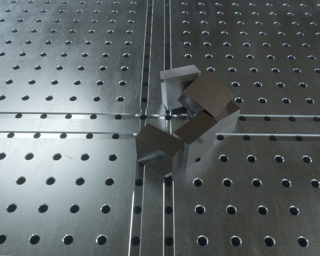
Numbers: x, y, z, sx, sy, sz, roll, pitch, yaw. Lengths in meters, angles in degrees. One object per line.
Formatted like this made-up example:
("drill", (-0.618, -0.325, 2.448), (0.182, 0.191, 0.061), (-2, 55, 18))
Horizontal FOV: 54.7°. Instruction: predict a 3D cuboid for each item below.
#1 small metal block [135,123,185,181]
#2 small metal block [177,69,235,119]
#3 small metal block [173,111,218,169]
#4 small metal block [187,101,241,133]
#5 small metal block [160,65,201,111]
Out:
("small metal block", (0.000, 0.029, 0.367), (0.050, 0.050, 0.025), (27, 55, 20))
("small metal block", (0.060, -0.039, 0.398), (0.050, 0.025, 0.050), (43, 60, 4))
("small metal block", (0.042, 0.015, 0.379), (0.050, 0.050, 0.025), (-36, 59, -26))
("small metal block", (0.073, -0.023, 0.428), (0.050, 0.025, 0.050), (-28, 56, -22))
("small metal block", (0.029, -0.057, 0.437), (0.050, 0.050, 0.025), (-13, 37, -11))
